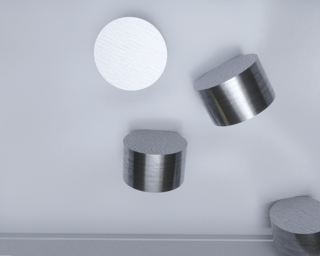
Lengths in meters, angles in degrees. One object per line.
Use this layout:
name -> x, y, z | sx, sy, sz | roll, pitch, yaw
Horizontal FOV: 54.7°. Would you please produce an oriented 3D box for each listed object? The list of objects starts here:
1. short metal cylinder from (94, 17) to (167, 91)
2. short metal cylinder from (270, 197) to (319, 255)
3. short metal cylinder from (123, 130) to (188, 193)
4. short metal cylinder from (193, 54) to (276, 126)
short metal cylinder -> -0.032, -0.089, 0.365 | 0.081, 0.050, 0.079 | 0, 110, 0
short metal cylinder -> 0.199, 0.141, 0.436 | 0.080, 0.080, 0.050 | -12, 110, 4
short metal cylinder -> -0.007, 0.040, 0.396 | 0.081, 0.080, 0.050 | 3, 110, -1
short metal cylinder -> 0.087, -0.045, 0.366 | 0.080, 0.080, 0.050 | -28, 108, 10
